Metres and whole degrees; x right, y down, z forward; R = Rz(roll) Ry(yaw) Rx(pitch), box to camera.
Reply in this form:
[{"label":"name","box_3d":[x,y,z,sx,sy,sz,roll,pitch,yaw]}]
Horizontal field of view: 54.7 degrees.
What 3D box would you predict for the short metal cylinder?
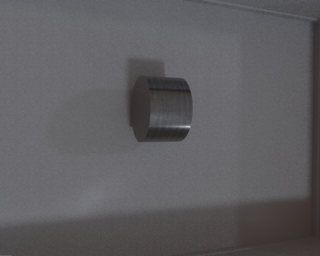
[{"label":"short metal cylinder","box_3d":[0.000,-0.023,0.380,0.050,0.080,0.079,0,90,-20]}]
